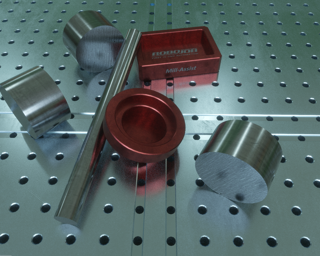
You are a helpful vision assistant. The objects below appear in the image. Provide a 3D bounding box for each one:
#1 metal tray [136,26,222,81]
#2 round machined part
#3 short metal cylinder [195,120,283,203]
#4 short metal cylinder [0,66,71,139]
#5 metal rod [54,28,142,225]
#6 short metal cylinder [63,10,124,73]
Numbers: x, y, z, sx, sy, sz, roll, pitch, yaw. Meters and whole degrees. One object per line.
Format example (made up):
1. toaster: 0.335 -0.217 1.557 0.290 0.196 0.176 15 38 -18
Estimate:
1. metal tray: 0.025 -0.125 0.508 0.131 0.030 0.090 -8 50 -7
2. round machined part: -0.021 0.001 0.384 0.099 0.042 0.098 10 53 -14
3. short metal cylinder: 0.086 0.037 0.341 0.080 0.080 0.050 24 54 19
4. short metal cylinder: -0.160 -0.033 0.398 0.050 0.080 0.080 -37 59 -26
5. metal rod: -0.070 -0.025 0.407 0.025 0.025 0.300 9 57 7
6. short metal cylinder: -0.103 -0.134 0.484 0.081 0.080 0.050 -27 55 -21
